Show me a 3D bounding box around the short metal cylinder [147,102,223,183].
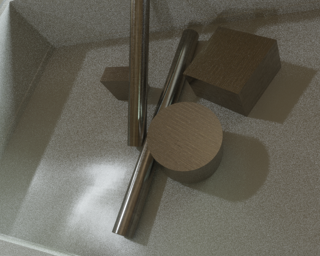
[{"bbox_3d":[0.030,0.017,0.350,0.080,0.050,0.080,-4,65,9],"label":"short metal cylinder"}]

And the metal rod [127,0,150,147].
[{"bbox_3d":[-0.027,-0.126,0.404,0.025,0.025,0.298,3,92,29],"label":"metal rod"}]

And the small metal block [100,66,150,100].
[{"bbox_3d":[-0.050,-0.064,0.454,0.050,0.050,0.025,4,64,30],"label":"small metal block"}]

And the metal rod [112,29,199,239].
[{"bbox_3d":[0.002,-0.009,0.408,0.025,0.025,0.300,5,64,30],"label":"metal rod"}]

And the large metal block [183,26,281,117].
[{"bbox_3d":[0.090,-0.072,0.386,0.080,0.050,0.080,29,77,37],"label":"large metal block"}]
